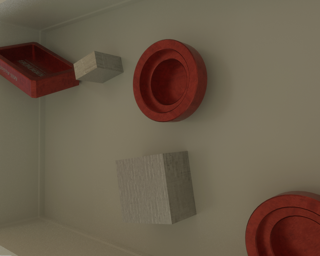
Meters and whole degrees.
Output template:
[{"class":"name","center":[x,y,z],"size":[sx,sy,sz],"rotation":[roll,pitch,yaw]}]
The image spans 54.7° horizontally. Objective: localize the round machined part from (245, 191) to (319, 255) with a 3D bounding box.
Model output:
[{"class":"round machined part","center":[0.134,0.107,0.285],"size":[0.098,0.042,0.097],"rotation":[0,90,39]}]

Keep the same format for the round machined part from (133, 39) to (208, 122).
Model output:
[{"class":"round machined part","center":[0.016,-0.055,0.381],"size":[0.098,0.042,0.097],"rotation":[0,90,39]}]

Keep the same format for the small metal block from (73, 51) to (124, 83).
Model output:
[{"class":"small metal block","center":[-0.092,-0.090,0.464],"size":[0.050,0.050,0.025],"rotation":[-18,79,38]}]

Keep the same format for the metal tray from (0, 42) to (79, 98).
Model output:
[{"class":"metal tray","center":[-0.210,-0.101,0.518],"size":[0.130,0.091,0.030],"rotation":[32,128,25]}]

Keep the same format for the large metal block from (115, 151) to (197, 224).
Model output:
[{"class":"large metal block","center":[-0.006,0.075,0.394],"size":[0.080,0.050,0.080],"rotation":[-12,82,39]}]
